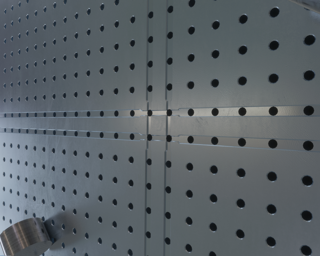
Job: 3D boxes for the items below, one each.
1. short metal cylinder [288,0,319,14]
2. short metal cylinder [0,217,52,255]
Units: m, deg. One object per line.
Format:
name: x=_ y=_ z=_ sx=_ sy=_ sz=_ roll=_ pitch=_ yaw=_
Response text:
short metal cylinder: x=0.148 y=-0.133 z=0.251 sx=0.050 sy=0.081 sz=0.080 roll=42 pitch=116 yaw=32
short metal cylinder: x=-0.252 y=0.213 z=0.582 sx=0.080 sy=0.081 sz=0.050 roll=-51 pitch=60 yaw=28
